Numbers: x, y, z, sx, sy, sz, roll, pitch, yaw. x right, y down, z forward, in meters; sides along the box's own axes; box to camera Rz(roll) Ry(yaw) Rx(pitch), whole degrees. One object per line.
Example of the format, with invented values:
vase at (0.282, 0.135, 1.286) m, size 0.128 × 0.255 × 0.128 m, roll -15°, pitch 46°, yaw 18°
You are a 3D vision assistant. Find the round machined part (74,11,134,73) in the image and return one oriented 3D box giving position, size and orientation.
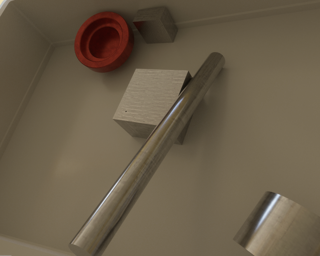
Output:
round machined part at (-0.087, -0.137, 0.511) m, size 0.098 × 0.042 × 0.098 m, roll -4°, pitch 77°, yaw 18°

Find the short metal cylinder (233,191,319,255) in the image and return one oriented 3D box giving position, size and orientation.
short metal cylinder at (0.108, 0.097, 0.254) m, size 0.080 × 0.080 × 0.050 m, roll 31°, pitch 79°, yaw 37°

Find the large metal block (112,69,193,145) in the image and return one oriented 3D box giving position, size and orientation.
large metal block at (-0.002, -0.030, 0.408) m, size 0.080 × 0.050 × 0.080 m, roll 9°, pitch 66°, yaw 31°

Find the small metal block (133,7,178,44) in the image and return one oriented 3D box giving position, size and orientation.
small metal block at (-0.007, -0.161, 0.490) m, size 0.050 × 0.050 × 0.025 m, roll 7°, pitch 65°, yaw 31°

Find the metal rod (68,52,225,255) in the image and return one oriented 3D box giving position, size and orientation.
metal rod at (0.010, 0.000, 0.326) m, size 0.025 × 0.025 × 0.301 m, roll 6°, pitch 41°, yaw 30°
